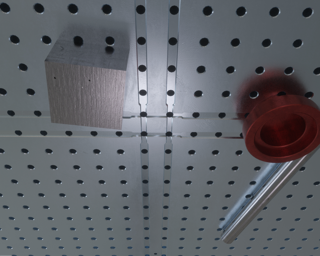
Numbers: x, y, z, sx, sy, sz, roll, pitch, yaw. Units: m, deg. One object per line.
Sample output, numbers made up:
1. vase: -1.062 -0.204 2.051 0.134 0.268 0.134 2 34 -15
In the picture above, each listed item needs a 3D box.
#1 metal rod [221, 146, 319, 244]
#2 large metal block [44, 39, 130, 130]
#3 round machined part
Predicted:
1. metal rod: 0.175 0.102 0.499 0.025 0.025 0.298 14 129 -12
2. large metal block: -0.080 -0.048 0.353 0.081 0.050 0.079 6 130 -5
3. round machined part: 0.156 -0.003 0.399 0.099 0.042 0.097 0 130 0
